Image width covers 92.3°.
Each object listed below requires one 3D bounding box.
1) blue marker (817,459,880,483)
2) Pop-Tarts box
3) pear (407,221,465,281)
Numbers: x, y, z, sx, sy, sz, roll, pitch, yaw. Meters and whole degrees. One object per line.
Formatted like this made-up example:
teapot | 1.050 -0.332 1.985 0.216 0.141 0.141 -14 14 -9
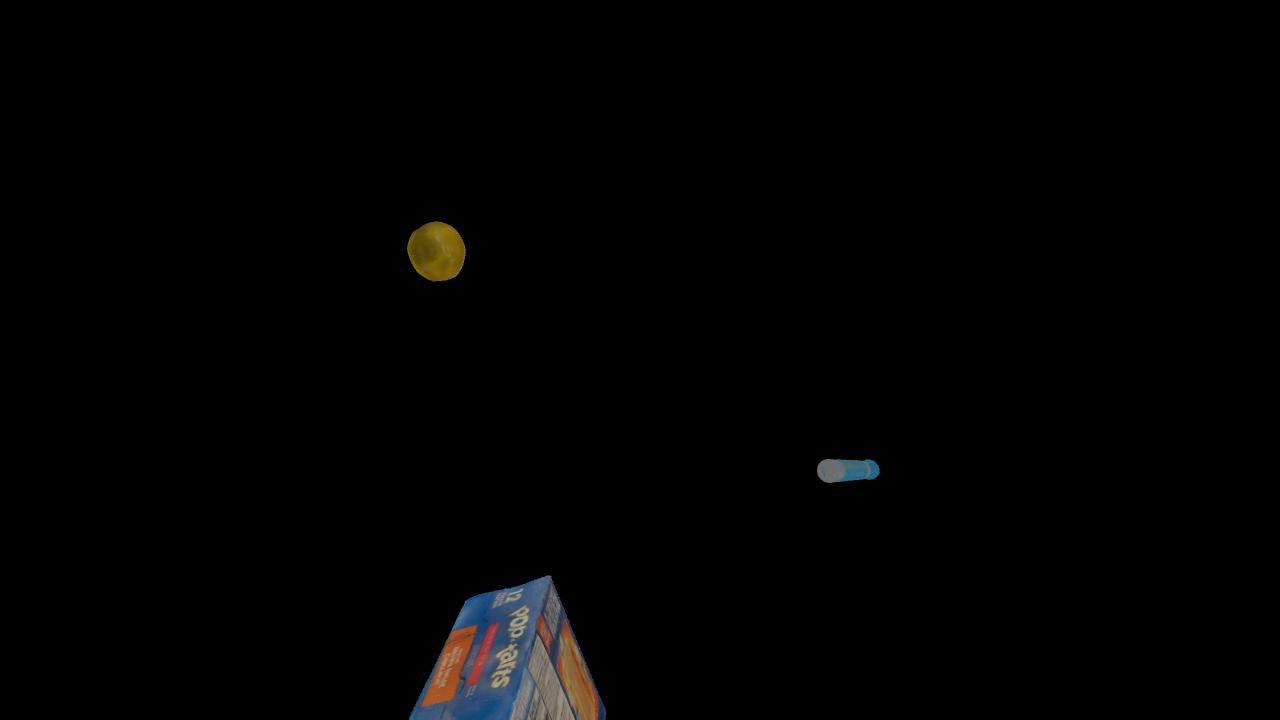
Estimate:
blue marker | 0.185 0.096 0.538 0.020 0.020 0.121 0 -7 36
Pop-Tarts box | -0.090 0.271 0.448 0.083 0.141 0.167 -18 11 4
pear | -0.270 -0.151 0.855 0.080 0.080 0.111 0 11 8
